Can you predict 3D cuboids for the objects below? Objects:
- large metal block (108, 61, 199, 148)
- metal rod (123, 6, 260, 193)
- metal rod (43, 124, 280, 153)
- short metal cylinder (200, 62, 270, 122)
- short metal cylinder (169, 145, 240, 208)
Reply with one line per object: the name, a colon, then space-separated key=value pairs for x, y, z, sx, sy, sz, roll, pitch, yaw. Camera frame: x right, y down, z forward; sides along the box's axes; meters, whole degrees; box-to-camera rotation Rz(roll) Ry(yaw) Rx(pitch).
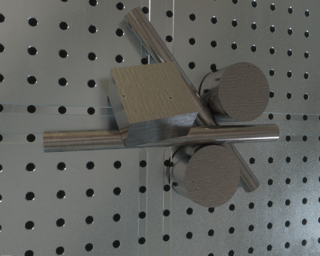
large metal block: x=-0.012 y=-0.030 z=0.372 sx=0.081 sy=0.050 sz=0.080 roll=-11 pitch=59 yaw=-19
metal rod: x=0.050 y=-0.030 z=0.428 sx=0.025 sy=0.025 sz=0.299 roll=-40 pitch=103 yaw=-16
metal rod: x=0.013 y=0.011 z=0.396 sx=0.302 sy=0.025 sz=0.025 roll=-2 pitch=91 yaw=-14
short metal cylinder: x=0.104 y=-0.048 z=0.434 sx=0.081 sy=0.050 sz=0.079 roll=0 pitch=90 yaw=-20
short metal cylinder: x=0.059 y=0.061 z=0.418 sx=0.081 sy=0.050 sz=0.079 roll=0 pitch=90 yaw=-20
